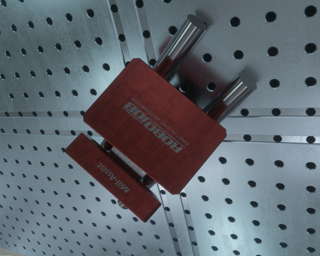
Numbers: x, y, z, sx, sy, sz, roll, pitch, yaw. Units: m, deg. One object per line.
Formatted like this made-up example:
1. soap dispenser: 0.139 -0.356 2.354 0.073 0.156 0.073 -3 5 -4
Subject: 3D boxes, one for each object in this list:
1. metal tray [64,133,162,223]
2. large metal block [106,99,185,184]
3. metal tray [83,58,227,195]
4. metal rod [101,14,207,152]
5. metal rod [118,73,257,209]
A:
1. metal tray: -0.060 0.062 0.410 0.130 0.030 0.090 42 173 -2
2. large metal block: -0.016 0.016 0.392 0.050 0.080 0.080 41 129 0
3. metal tray: -0.005 -0.002 0.341 0.130 0.030 0.090 40 85 0
4. metal rod: -0.036 -0.021 0.416 0.025 0.025 0.298 40 129 0
5. metal rod: 0.017 0.037 0.424 0.025 0.025 0.298 41 129 0
